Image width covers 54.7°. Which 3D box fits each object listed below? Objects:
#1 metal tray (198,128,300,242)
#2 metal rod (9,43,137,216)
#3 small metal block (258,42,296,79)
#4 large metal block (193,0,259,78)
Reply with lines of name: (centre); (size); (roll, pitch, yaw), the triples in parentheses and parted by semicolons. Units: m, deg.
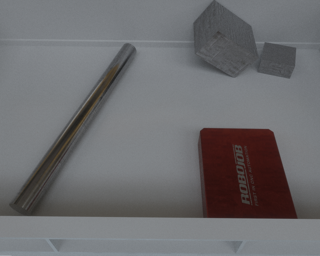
metal tray: (0.094, 0.059, 0.353); (0.091, 0.030, 0.130); (1, 50, 0)
metal rod: (-0.100, -0.021, 0.421); (0.025, 0.025, 0.301); (15, 51, 12)
small metal block: (0.189, -0.110, 0.500); (0.050, 0.025, 0.050); (14, 51, 11)
large metal block: (0.100, -0.137, 0.480); (0.080, 0.050, 0.080); (24, 48, -25)
